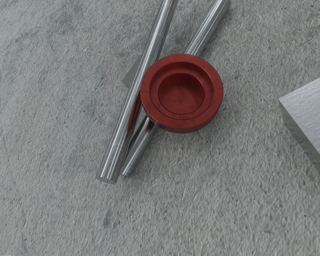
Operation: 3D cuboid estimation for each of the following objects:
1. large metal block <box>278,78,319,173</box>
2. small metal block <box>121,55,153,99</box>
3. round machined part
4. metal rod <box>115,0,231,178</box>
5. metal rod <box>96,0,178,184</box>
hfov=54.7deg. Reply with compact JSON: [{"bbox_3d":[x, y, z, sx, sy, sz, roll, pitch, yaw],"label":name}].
[{"bbox_3d":[0.176,-0.006,0.300,0.080,0.050,0.080,-28,52,10],"label":"large metal block"},{"bbox_3d":[-0.020,-0.076,0.459,0.050,0.025,0.050,24,74,36],"label":"small metal block"},{"bbox_3d":[0.027,-0.039,0.386,0.099,0.042,0.098,0,72,1],"label":"round machined part"},{"bbox_3d":[0.023,-0.067,0.431,0.025,0.025,0.300,20,72,35],"label":"metal rod"},{"bbox_3d":[-0.024,-0.069,0.424,0.025,0.025,0.300,3,62,29],"label":"metal rod"}]
